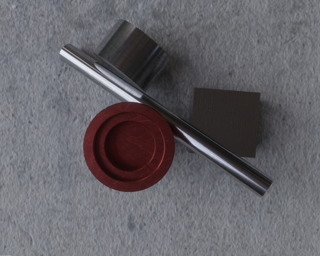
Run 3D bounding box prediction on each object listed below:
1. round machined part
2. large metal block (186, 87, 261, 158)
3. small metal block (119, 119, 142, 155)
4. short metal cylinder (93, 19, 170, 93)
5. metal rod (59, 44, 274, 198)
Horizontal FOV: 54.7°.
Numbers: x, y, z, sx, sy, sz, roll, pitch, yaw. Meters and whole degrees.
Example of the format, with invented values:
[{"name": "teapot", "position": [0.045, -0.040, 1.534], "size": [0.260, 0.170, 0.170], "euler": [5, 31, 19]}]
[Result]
[{"name": "round machined part", "position": [-0.033, 0.020, 0.353], "size": [0.099, 0.042, 0.097], "euler": [0, 91, -1]}, {"name": "large metal block", "position": [0.079, -0.007, 0.400], "size": [0.081, 0.050, 0.079], "euler": [4, 90, -1]}, {"name": "small metal block", "position": [-0.037, 0.008, 0.399], "size": [0.025, 0.050, 0.050], "euler": [-2, 90, 0]}, {"name": "short metal cylinder", "position": [-0.035, -0.087, 0.383], "size": [0.080, 0.080, 0.050], "euler": [37, 90, -1]}, {"name": "metal rod", "position": [-0.003, -0.017, 0.374], "size": [0.300, 0.025, 0.025], "euler": [35, 90, 14]}]
